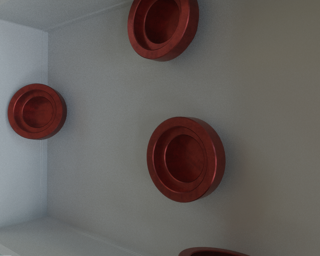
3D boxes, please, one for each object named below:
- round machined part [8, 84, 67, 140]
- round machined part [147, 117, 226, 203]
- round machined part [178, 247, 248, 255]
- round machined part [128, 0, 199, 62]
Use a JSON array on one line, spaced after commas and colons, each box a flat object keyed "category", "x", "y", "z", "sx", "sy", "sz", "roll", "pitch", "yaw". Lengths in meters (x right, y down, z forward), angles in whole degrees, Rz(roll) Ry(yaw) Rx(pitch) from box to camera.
[{"category": "round machined part", "x": -0.213, "y": -0.027, "z": 0.552, "sx": 0.099, "sy": 0.042, "sz": 0.097, "roll": -1, "pitch": 84, "yaw": 5}, {"category": "round machined part", "x": 0.034, "y": 0.036, "z": 0.368, "sx": 0.098, "sy": 0.042, "sz": 0.097, "roll": 0, "pitch": 90, "yaw": 40}, {"category": "round machined part", "x": 0.064, "y": 0.154, "z": 0.303, "sx": 0.098, "sy": 0.099, "sz": 0.042, "roll": 4, "pitch": 85, "yaw": 40}, {"category": "round machined part", "x": 0.008, "y": -0.132, "z": 0.389, "sx": 0.098, "sy": 0.042, "sz": 0.097, "roll": 0, "pitch": 90, "yaw": 40}]
